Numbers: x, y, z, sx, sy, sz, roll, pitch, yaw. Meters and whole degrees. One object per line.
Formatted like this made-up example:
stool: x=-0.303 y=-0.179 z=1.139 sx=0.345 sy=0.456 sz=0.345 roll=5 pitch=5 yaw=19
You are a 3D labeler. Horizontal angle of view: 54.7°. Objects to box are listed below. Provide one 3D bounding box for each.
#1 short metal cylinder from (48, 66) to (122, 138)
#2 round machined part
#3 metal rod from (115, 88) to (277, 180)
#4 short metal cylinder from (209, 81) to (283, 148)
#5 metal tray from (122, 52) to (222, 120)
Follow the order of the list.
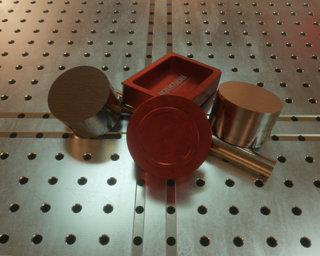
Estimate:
short metal cylinder: x=-0.096 y=-0.033 z=0.403 sx=0.080 sy=0.050 sz=0.080 roll=-4 pitch=66 yaw=9
round machined part: x=0.010 y=0.010 z=0.353 sx=0.099 sy=0.042 sz=0.097 roll=0 pitch=92 yaw=5
metal rod: x=0.005 y=-0.010 z=0.416 sx=0.301 sy=0.025 sz=0.025 roll=25 pitch=55 yaw=20
short metal cylinder: x=0.106 y=-0.019 z=0.392 sx=0.081 sy=0.050 sz=0.080 roll=9 pitch=33 yaw=-6
metal tray: x=0.020 y=-0.060 z=0.436 sx=0.090 sy=0.030 sz=0.131 roll=26 pitch=41 yaw=20
